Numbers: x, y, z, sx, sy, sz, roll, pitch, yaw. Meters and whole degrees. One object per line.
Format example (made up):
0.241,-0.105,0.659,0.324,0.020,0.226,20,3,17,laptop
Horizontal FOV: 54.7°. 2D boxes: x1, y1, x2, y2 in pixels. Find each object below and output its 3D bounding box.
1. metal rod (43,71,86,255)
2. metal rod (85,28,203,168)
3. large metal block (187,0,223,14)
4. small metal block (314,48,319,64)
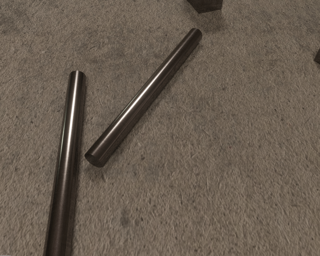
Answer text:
-0.110,0.038,0.369,0.025,0.025,0.300,-4,50,-4,metal rod
-0.008,-0.062,0.455,0.025,0.025,0.301,23,53,17,metal rod
0.086,-0.285,0.608,0.050,0.080,0.080,-16,52,-14,large metal block
0.292,-0.115,0.504,0.050,0.025,0.050,-27,55,-21,small metal block
